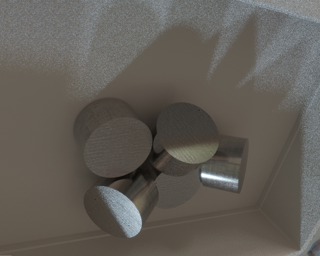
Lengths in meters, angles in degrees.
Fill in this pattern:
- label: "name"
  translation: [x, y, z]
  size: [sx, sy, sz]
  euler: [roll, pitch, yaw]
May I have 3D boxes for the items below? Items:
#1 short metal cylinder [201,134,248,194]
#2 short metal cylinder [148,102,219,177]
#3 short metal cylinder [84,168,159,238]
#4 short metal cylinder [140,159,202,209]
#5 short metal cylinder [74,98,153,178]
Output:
- label: "short metal cylinder"
  translation: [0.096, 0.051, 0.450]
  size: [0.080, 0.050, 0.080]
  euler: [8, 91, -68]
- label: "short metal cylinder"
  translation: [0.026, 0.015, 0.386]
  size: [0.081, 0.080, 0.050]
  euler: [-8, 158, -25]
- label: "short metal cylinder"
  translation: [-0.048, 0.091, 0.394]
  size: [0.050, 0.080, 0.079]
  euler: [-49, 149, -54]
- label: "short metal cylinder"
  translation: [0.013, 0.067, 0.441]
  size: [0.081, 0.050, 0.079]
  euler: [-14, 125, -21]
- label: "short metal cylinder"
  translation: [-0.056, 0.012, 0.367]
  size: [0.081, 0.050, 0.079]
  euler: [-14, 125, -21]
